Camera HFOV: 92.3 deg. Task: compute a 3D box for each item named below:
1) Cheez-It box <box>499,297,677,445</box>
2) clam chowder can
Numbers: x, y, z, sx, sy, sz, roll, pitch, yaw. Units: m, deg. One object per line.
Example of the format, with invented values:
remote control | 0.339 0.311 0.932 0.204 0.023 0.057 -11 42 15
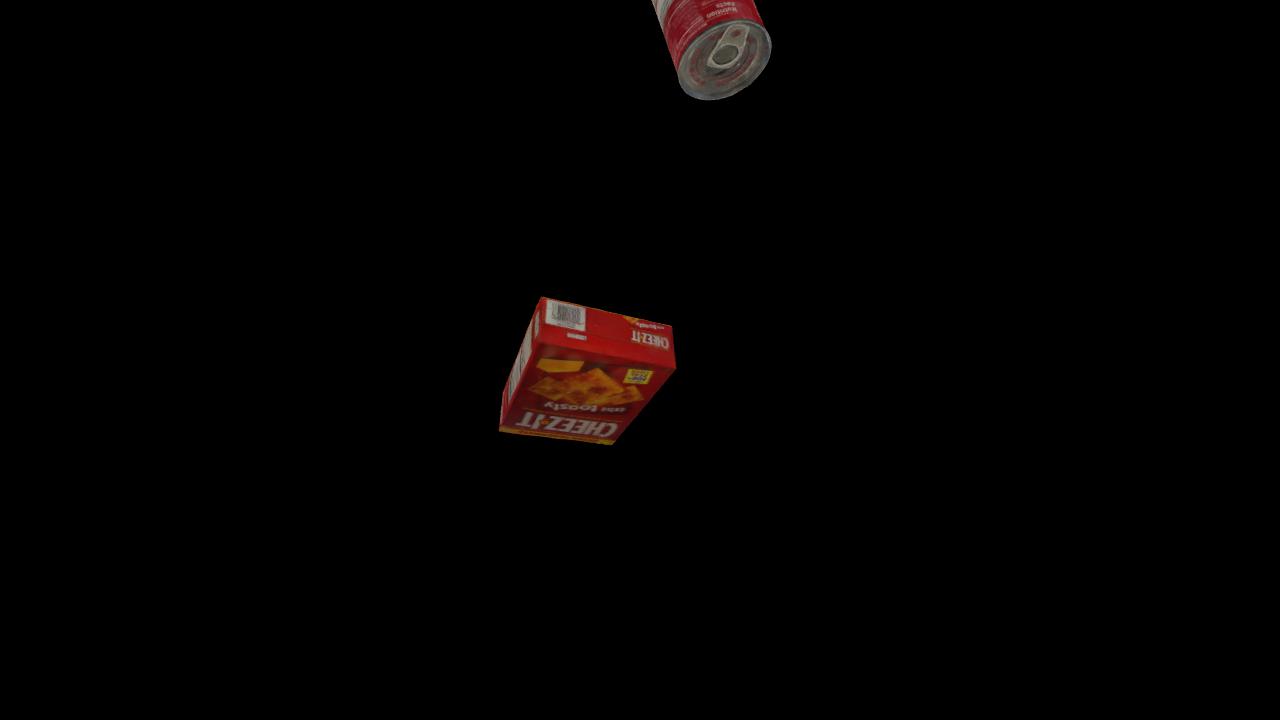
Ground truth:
Cheez-It box | -0.075 0.026 0.776 0.166 0.071 0.223 11 -36 -20
clam chowder can | 0.046 -0.251 0.443 0.068 0.102 0.068 -14 -19 -5
